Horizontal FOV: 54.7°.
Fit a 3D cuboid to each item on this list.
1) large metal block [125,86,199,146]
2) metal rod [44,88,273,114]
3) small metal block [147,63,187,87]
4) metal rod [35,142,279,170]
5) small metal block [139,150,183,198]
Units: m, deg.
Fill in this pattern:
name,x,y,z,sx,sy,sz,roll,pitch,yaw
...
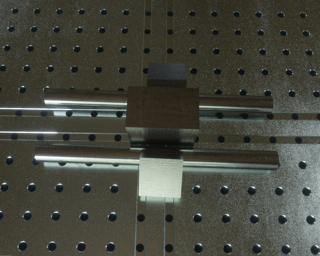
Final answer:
name,x,y,z,sx,sy,sz,roll,pitch,yaw
large metal block,0.003,-0.010,0.381,0.081,0.080,0.050,2,70,0
metal rod,-0.002,-0.036,0.420,0.302,0.025,0.025,2,70,0
small metal block,0.009,-0.066,0.420,0.050,0.025,0.050,1,36,0
metal rod,-0.004,0.036,0.395,0.302,0.025,0.025,2,70,0
small metal block,0.001,0.055,0.375,0.050,0.025,0.050,3,108,0
